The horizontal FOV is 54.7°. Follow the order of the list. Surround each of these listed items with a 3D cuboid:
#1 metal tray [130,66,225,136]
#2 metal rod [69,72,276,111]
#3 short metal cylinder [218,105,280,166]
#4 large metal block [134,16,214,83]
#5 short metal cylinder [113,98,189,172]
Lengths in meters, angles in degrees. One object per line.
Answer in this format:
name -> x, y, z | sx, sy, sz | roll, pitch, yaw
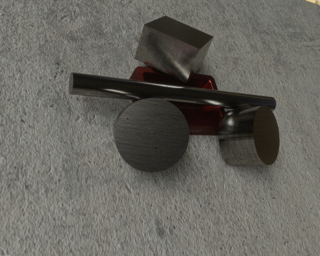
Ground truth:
metal tray -> 0.027, -0.036, 0.439 | 0.131, 0.030, 0.090 | 2, 61, -27
metal rod -> 0.036, -0.043, 0.412 | 0.302, 0.025, 0.025 | 3, 61, -27
short metal cylinder -> 0.124, 0.012, 0.428 | 0.081, 0.050, 0.080 | 8, 79, -47
large metal block -> 0.022, -0.116, 0.444 | 0.080, 0.050, 0.080 | 27, 34, 8
short metal cylinder -> -0.012, 0.006, 0.355 | 0.081, 0.050, 0.079 | -1, 93, -11
